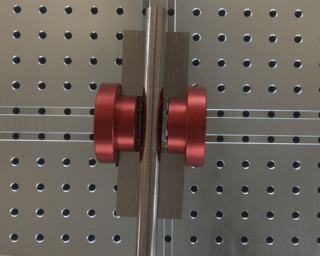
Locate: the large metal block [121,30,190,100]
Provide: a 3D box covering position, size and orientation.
[{"bbox_3d":[-0.006,-0.078,0.400,0.081,0.050,0.079,2,90,0],"label":"large metal block"}]

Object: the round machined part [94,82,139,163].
[{"bbox_3d":[-0.049,-0.006,0.376,0.042,0.098,0.097,2,90,0],"label":"round machined part"}]

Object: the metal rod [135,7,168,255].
[{"bbox_3d":[-0.010,0.011,0.363,0.025,0.025,0.298,3,90,0],"label":"metal rod"}]

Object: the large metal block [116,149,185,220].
[{"bbox_3d":[-0.011,0.069,0.400,0.081,0.050,0.080,3,90,0],"label":"large metal block"}]

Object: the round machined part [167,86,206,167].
[{"bbox_3d":[0.032,-0.002,0.377,0.042,0.098,0.097,2,90,5],"label":"round machined part"}]
